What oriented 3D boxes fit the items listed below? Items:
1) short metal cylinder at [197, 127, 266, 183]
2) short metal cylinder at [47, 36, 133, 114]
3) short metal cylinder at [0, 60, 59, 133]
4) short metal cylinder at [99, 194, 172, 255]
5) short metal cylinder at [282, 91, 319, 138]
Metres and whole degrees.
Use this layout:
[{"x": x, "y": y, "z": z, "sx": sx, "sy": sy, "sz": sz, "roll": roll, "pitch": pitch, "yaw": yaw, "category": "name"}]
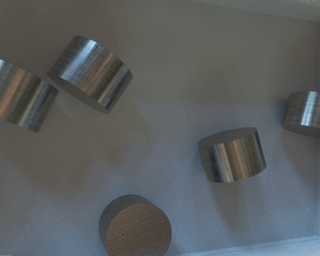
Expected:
[{"x": 0.096, "y": 0.035, "z": 0.417, "sx": 0.081, "sy": 0.080, "sz": 0.050, "roll": -18, "pitch": 97, "yaw": -19, "category": "short metal cylinder"}, {"x": -0.078, "y": -0.058, "z": 0.352, "sx": 0.080, "sy": 0.080, "sz": 0.050, "roll": 35, "pitch": 79, "yaw": -17, "category": "short metal cylinder"}, {"x": -0.155, "y": -0.034, "z": 0.324, "sx": 0.080, "sy": 0.080, "sz": 0.050, "roll": 26, "pitch": 82, "yaw": -18, "category": "short metal cylinder"}, {"x": -0.032, "y": 0.128, "z": 0.386, "sx": 0.081, "sy": 0.050, "sz": 0.080, "roll": 0, "pitch": 90, "yaw": -20, "category": "short metal cylinder"}, {"x": 0.231, "y": -0.018, "z": 0.466, "sx": 0.081, "sy": 0.080, "sz": 0.050, "roll": 17, "pitch": 84, "yaw": -19, "category": "short metal cylinder"}]
